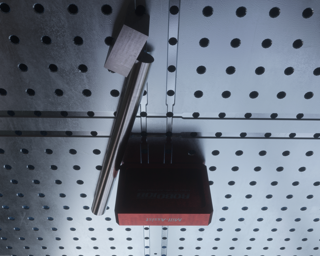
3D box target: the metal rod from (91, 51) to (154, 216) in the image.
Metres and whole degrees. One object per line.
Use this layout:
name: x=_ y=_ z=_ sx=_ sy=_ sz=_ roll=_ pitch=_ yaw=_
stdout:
metal rod: x=-0.062 y=0.030 z=0.436 sx=0.025 sy=0.025 sz=0.298 roll=13 pitch=129 yaw=-11

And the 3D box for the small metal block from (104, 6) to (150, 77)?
small metal block: x=-0.033 y=-0.089 z=0.319 sx=0.025 sy=0.050 sz=0.050 roll=22 pitch=127 yaw=-18

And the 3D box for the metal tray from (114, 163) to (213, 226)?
metal tray: x=0.005 y=0.094 z=0.448 sx=0.131 sy=0.090 sz=0.030 roll=0 pitch=130 yaw=-1
